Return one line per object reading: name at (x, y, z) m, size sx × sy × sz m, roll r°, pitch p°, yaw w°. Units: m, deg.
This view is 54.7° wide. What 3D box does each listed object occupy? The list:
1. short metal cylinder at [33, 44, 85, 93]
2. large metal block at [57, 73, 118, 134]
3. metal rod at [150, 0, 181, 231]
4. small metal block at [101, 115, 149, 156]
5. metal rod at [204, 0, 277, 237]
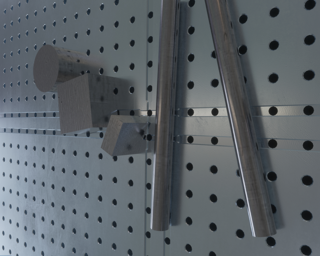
short metal cylinder at (-0.176, -0.100, 0.538) m, size 0.080 × 0.050 × 0.079 m, roll 0°, pitch 90°, yaw 40°
large metal block at (-0.114, -0.035, 0.488) m, size 0.080 × 0.050 × 0.080 m, roll -10°, pitch 84°, yaw 39°
metal rod at (0.007, -0.017, 0.403) m, size 0.025 × 0.025 × 0.298 m, roll 5°, pitch 93°, yaw 40°
small metal block at (-0.049, 0.010, 0.433) m, size 0.025 × 0.050 × 0.050 m, roll 32°, pitch 110°, yaw 35°
metal rod at (0.083, -0.036, 0.340) m, size 0.025 × 0.025 × 0.298 m, roll -16°, pitch 80°, yaw 39°
